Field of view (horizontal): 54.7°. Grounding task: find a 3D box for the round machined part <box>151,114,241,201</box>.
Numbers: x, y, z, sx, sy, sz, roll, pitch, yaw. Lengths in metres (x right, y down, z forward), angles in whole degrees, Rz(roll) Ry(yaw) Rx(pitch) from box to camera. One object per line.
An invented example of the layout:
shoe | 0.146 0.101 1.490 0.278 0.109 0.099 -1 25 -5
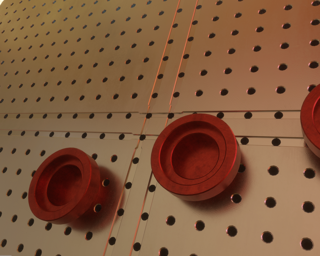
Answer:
round machined part | 0.043 0.036 0.352 0.098 0.042 0.098 -13 56 20

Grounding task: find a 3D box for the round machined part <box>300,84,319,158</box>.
round machined part | 0.191 -0.003 0.299 0.098 0.042 0.098 -13 56 20

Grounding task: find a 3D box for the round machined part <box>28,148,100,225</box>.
round machined part | -0.121 0.079 0.410 0.098 0.042 0.098 -13 56 20
